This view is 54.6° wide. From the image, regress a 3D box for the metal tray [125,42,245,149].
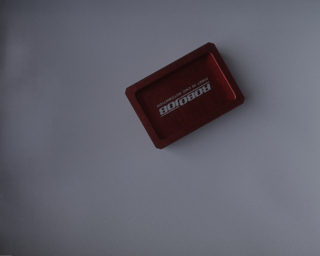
[{"bbox_3d":[0.032,-0.041,0.408,0.130,0.030,0.090,-29,90,0],"label":"metal tray"}]
